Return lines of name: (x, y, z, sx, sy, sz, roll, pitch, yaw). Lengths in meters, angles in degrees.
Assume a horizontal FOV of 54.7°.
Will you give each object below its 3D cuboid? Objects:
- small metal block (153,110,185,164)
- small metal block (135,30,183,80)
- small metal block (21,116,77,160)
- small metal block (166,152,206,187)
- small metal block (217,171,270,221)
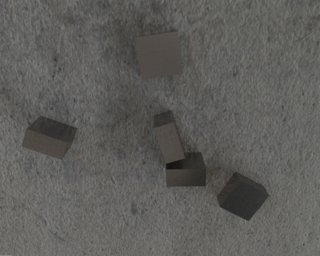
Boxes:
small metal block: (0.012, 0.010, 0.401, 0.025, 0.050, 0.050, -17, 110, 6)
small metal block: (-0.001, -0.089, 0.377, 0.050, 0.025, 0.050, -8, 110, 2)
small metal block: (-0.140, 0.011, 0.399, 0.050, 0.050, 0.025, 20, 109, -8)
small metal block: (0.033, 0.055, 0.417, 0.050, 0.050, 0.025, -1, 110, 0)
small metal block: (0.119, 0.099, 0.448, 0.050, 0.025, 0.050, 28, 107, -11)
